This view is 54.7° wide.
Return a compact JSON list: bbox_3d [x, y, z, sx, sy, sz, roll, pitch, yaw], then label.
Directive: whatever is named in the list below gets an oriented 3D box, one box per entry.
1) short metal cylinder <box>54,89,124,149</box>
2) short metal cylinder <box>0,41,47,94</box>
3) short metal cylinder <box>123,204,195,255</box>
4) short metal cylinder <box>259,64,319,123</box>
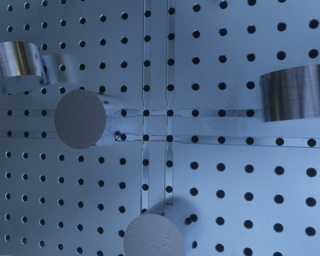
[{"bbox_3d":[-0.098,-0.012,0.434,0.080,0.050,0.079,0,90,20],"label":"short metal cylinder"},{"bbox_3d":[-0.215,-0.087,0.459,0.080,0.080,0.050,-17,84,19],"label":"short metal cylinder"},{"bbox_3d":[0.000,0.144,0.399,0.080,0.050,0.079,0,90,20],"label":"short metal cylinder"},{"bbox_3d":[0.150,-0.034,0.330,0.080,0.080,0.050,-5,88,20],"label":"short metal cylinder"}]
